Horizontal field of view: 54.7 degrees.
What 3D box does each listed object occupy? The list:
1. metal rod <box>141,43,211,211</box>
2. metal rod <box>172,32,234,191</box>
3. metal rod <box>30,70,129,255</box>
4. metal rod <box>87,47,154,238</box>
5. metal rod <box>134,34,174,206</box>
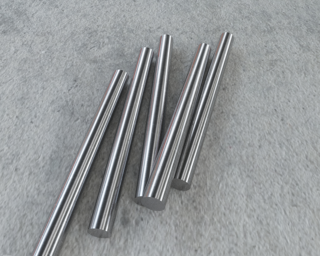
[{"bbox_3d":[0.033,-0.027,0.410,0.025,0.025,0.301,12,46,10],"label":"metal rod"},{"bbox_3d":[0.069,-0.045,0.441,0.025,0.025,0.300,14,51,11],"label":"metal rod"},{"bbox_3d":[-0.088,0.034,0.373,0.025,0.025,0.300,9,50,7],"label":"metal rod"},{"bbox_3d":[-0.041,-0.007,0.408,0.025,0.025,0.300,6,50,5],"label":"metal rod"},{"bbox_3d":[-0.002,-0.035,0.432,0.025,0.025,0.300,4,50,3],"label":"metal rod"}]
